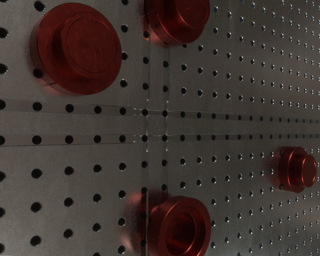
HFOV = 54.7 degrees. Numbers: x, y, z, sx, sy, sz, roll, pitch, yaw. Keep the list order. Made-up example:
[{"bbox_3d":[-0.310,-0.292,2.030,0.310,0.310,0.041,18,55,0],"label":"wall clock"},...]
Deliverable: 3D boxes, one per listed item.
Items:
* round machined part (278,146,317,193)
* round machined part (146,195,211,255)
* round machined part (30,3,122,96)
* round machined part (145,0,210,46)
[{"bbox_3d":[0.293,0.088,0.648,0.099,0.042,0.097,0,90,-40],"label":"round machined part"},{"bbox_3d":[0.021,0.140,0.418,0.099,0.042,0.097,0,90,-40],"label":"round machined part"},{"bbox_3d":[-0.081,-0.084,0.331,0.099,0.042,0.097,0,90,-40],"label":"round machined part"},{"bbox_3d":[0.031,-0.166,0.426,0.099,0.042,0.097,0,90,-40],"label":"round machined part"}]
